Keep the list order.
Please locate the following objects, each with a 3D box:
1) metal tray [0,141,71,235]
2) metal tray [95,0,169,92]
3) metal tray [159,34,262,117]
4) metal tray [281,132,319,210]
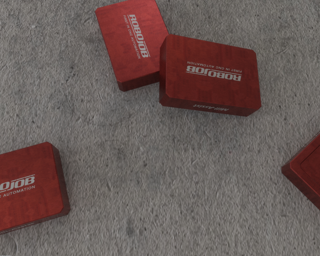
[{"bbox_3d":[-0.185,0.078,0.376,0.131,0.030,0.090,-16,71,-6],"label":"metal tray"},{"bbox_3d":[-0.033,-0.125,0.451,0.091,0.030,0.130,-17,71,-6],"label":"metal tray"},{"bbox_3d":[0.066,-0.068,0.411,0.131,0.030,0.090,6,70,-16],"label":"metal tray"},{"bbox_3d":[0.233,0.042,0.391,0.130,0.030,0.090,-39,75,-13],"label":"metal tray"}]
